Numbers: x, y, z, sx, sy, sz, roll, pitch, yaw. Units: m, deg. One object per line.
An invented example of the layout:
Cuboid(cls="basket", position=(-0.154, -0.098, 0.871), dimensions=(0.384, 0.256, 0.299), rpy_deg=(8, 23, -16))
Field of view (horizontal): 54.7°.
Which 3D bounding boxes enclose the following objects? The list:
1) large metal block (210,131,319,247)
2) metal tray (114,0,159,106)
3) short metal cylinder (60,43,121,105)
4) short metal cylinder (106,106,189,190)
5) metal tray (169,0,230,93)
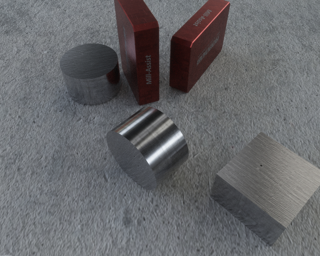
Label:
Cuboid(cls="large metal block", position=(0.115, 0.063, 0.335), dimensions=(0.080, 0.050, 0.080), rpy_deg=(-37, 59, -27))
Cuboid(cls="metal tray", position=(-0.031, -0.106, 0.424), dimensions=(0.030, 0.129, 0.090), rpy_deg=(-16, 52, -13))
Cuboid(cls="short metal cylinder", position=(-0.099, -0.079, 0.452), dimensions=(0.081, 0.050, 0.080), rpy_deg=(0, 50, 0))
Cuboid(cls="short metal cylinder", position=(-0.015, 0.023, 0.348), dimensions=(0.080, 0.080, 0.050), rpy_deg=(37, 59, 26))
Cuboid(cls="metal tray", position=(0.060, -0.126, 0.466), dimensions=(0.030, 0.089, 0.130), rpy_deg=(25, 54, 19))
